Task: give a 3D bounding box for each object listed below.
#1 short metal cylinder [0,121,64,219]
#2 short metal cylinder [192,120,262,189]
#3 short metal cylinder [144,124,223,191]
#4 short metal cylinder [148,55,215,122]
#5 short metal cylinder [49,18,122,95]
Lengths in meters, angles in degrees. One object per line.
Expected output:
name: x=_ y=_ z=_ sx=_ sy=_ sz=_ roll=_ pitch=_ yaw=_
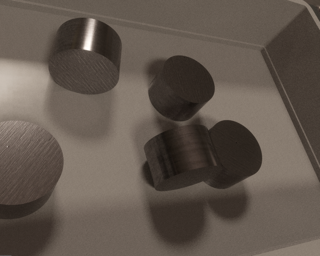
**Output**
short metal cylinder: x=-0.137 y=0.040 z=0.292 sx=0.081 sy=0.050 sz=0.080 roll=14 pitch=56 yaw=-21
short metal cylinder: x=0.089 y=0.036 z=0.417 sx=0.081 sy=0.050 sz=0.080 roll=14 pitch=56 yaw=-21
short metal cylinder: x=0.026 y=0.037 z=0.364 sx=0.081 sy=0.080 sz=0.050 roll=-3 pitch=64 yaw=-30
short metal cylinder: x=0.030 y=-0.056 z=0.442 sx=0.081 sy=0.050 sz=0.080 roll=14 pitch=56 yaw=-21
short metal cylinder: x=-0.088 y=-0.085 z=0.375 sx=0.081 sy=0.080 sz=0.050 roll=14 pitch=56 yaw=-21
